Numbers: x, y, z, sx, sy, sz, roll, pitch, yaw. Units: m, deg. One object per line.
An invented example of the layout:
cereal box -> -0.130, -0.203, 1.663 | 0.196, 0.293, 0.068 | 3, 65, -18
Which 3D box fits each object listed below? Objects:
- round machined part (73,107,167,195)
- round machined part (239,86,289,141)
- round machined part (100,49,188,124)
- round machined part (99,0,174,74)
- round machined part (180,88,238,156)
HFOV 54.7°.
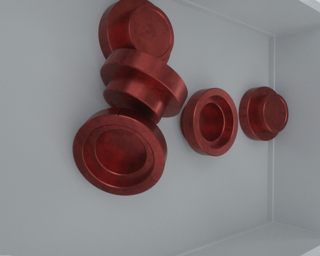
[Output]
round machined part -> -0.041, 0.022, 0.340 | 0.042, 0.098, 0.098 | -71, 140, -63
round machined part -> 0.190, -0.026, 0.551 | 0.099, 0.042, 0.097 | 1, 89, -33
round machined part -> -0.023, -0.038, 0.342 | 0.098, 0.098, 0.042 | 40, 65, -33
round machined part -> -0.021, -0.112, 0.379 | 0.099, 0.042, 0.097 | 0, 90, -40
round machined part -> 0.068, -0.009, 0.455 | 0.099, 0.042, 0.097 | 0, 90, -40
